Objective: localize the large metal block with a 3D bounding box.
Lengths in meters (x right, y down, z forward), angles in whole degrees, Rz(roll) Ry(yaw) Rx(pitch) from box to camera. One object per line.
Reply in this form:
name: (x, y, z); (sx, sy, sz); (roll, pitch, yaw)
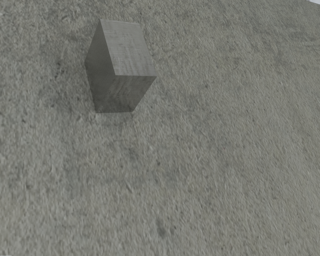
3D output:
large metal block: (-0.053, -0.074, 0.385); (0.050, 0.080, 0.080); (-4, 64, -30)
